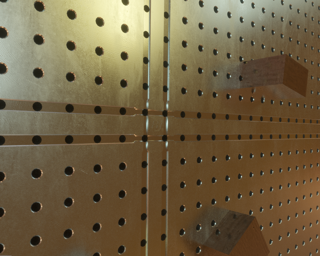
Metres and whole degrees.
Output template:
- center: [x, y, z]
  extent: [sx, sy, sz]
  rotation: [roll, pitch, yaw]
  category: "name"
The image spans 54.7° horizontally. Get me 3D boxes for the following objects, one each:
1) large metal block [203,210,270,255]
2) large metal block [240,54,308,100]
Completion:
- center: [0.126, 0.195, 0.502]
  extent: [0.080, 0.050, 0.080]
  rotation: [-40, 115, -33]
  category: "large metal block"
- center: [0.201, -0.086, 0.545]
  extent: [0.081, 0.080, 0.050]
  rotation: [15, 80, -39]
  category: "large metal block"
